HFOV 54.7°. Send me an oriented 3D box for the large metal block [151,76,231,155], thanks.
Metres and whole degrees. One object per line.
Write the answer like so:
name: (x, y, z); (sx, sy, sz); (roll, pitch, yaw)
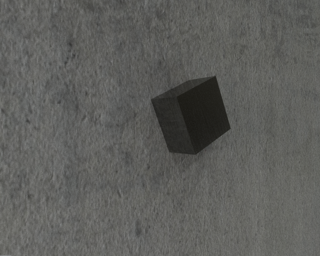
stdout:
large metal block: (0.045, -0.019, 0.428); (0.081, 0.050, 0.080); (-31, 110, -36)
